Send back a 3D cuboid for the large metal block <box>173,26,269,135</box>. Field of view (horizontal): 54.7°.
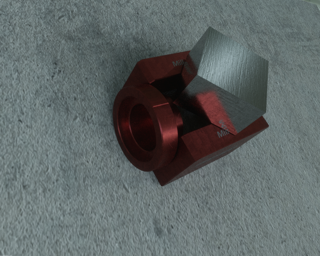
[{"bbox_3d":[0.069,-0.052,0.341,0.080,0.050,0.080,26,52,-12],"label":"large metal block"}]

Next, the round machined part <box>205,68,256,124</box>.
[{"bbox_3d":[0.091,-0.038,0.432,0.042,0.097,0.098,-17,71,-35],"label":"round machined part"}]

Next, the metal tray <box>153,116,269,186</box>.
[{"bbox_3d":[0.062,0.022,0.383,0.131,0.090,0.030,-19,72,-36],"label":"metal tray"}]

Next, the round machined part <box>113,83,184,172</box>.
[{"bbox_3d":[-0.011,-0.003,0.355,0.042,0.097,0.098,-17,71,-35],"label":"round machined part"}]

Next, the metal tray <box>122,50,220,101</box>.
[{"bbox_3d":[0.014,-0.060,0.411,0.131,0.090,0.030,-20,73,-36],"label":"metal tray"}]
